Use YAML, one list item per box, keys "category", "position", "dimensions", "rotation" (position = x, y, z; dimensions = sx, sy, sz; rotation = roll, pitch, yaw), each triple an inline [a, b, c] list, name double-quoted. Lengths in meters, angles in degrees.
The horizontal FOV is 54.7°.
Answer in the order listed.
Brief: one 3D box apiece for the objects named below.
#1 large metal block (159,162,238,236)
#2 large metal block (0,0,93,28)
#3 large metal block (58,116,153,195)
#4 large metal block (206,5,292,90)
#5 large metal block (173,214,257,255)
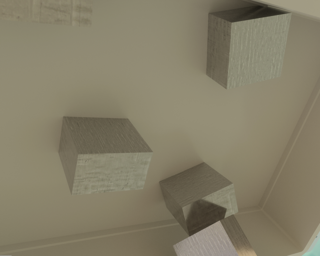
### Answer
- category: "large metal block"
  position: [0.056, 0.102, 0.460]
  dimensions: [0.081, 0.080, 0.050]
  rotation: [-21, 113, -16]
- category: "large metal block"
  position: [-0.102, -0.117, 0.244]
  dimensions: [0.081, 0.080, 0.050]
  rotation: [-4, 120, -27]
- category: "large metal block"
  position: [-0.065, 0.028, 0.355]
  dimensions: [0.081, 0.080, 0.050]
  rotation: [1, 118, -29]
- category: "large metal block"
  position: [0.107, -0.102, 0.385]
  dimensions: [0.081, 0.050, 0.079]
  rotation: [-15, 125, -17]
- category: "large metal block"
  position: [0.077, 0.173, 0.413]
  dimensions: [0.080, 0.080, 0.050]
  rotation: [-38, 157, 24]
